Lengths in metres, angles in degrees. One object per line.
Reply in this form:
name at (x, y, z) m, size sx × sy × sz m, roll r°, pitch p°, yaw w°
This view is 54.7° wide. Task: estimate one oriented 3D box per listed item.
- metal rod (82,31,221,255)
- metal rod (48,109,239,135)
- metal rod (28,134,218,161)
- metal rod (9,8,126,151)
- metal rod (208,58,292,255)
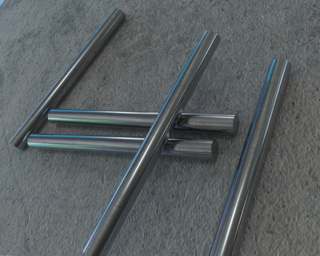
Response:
metal rod at (-0.001, 0.008, 0.366) m, size 0.025 × 0.025 × 0.300 m, roll 18°, pitch 71°, yaw 35°
metal rod at (-0.042, -0.011, 0.433) m, size 0.300 × 0.025 × 0.025 m, roll 3°, pitch 63°, yaw 29°
metal rod at (-0.069, 0.023, 0.426) m, size 0.300 × 0.025 × 0.025 m, roll 1°, pitch 62°, yaw 28°
metal rod at (-0.155, -0.091, 0.541) m, size 0.025 × 0.025 × 0.300 m, roll 25°, pitch 75°, yaw 36°
metal rod at (0.090, 0.054, 0.323) m, size 0.025 × 0.025 × 0.300 m, roll 10°, pitch 67°, yaw 32°
